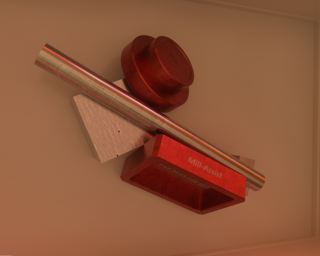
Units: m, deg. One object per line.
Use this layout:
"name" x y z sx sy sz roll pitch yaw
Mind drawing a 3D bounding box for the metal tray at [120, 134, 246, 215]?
"metal tray" 0.028 0.063 0.382 0.131 0.090 0.030 28 53 -19

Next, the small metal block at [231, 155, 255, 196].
"small metal block" 0.103 0.064 0.435 0.025 0.050 0.050 16 85 -20

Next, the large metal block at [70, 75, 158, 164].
"large metal block" -0.053 -0.012 0.376 0.081 0.050 0.080 -24 98 -19

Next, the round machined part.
"round machined part" 0.004 -0.071 0.375 0.098 0.042 0.098 31 45 -35

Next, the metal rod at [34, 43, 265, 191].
"metal rod" 0.004 -0.002 0.357 0.301 0.025 0.025 30 80 -18
